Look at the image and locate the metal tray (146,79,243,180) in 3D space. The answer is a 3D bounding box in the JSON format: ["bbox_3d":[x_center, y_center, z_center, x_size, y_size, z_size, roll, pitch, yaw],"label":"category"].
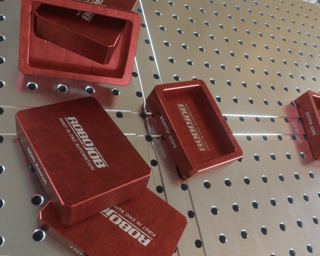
[{"bbox_3d":[0.048,-0.003,0.431,0.091,0.030,0.130,-13,68,-33],"label":"metal tray"}]

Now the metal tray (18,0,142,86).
[{"bbox_3d":[-0.095,-0.104,0.370,0.131,0.089,0.030,4,24,-21],"label":"metal tray"}]

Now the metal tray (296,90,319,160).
[{"bbox_3d":[0.310,-0.001,0.570,0.091,0.030,0.130,10,57,-23],"label":"metal tray"}]

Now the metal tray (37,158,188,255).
[{"bbox_3d":[-0.045,0.097,0.321,0.130,0.030,0.090,38,51,-3],"label":"metal tray"}]

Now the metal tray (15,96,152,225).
[{"bbox_3d":[-0.081,0.024,0.319,0.091,0.030,0.130,-17,51,-34],"label":"metal tray"}]

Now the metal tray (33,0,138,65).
[{"bbox_3d":[-0.085,-0.145,0.387,0.090,0.030,0.130,22,50,-9],"label":"metal tray"}]
